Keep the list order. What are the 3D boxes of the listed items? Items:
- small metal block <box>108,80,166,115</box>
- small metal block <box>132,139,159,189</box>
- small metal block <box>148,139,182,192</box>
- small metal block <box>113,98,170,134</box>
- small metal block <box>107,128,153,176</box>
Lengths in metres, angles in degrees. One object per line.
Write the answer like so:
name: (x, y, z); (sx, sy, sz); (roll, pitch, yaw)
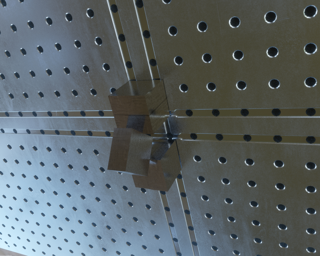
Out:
small metal block: (-0.027, -0.038, 0.383); (0.050, 0.050, 0.025); (2, 119, 27)
small metal block: (-0.017, 0.049, 0.433); (0.025, 0.050, 0.050); (1, 119, 27)
small metal block: (0.005, 0.050, 0.420); (0.025, 0.050, 0.050); (1, 119, 27)
small metal block: (-0.022, -0.016, 0.394); (0.050, 0.050, 0.025); (2, 119, 27)
small metal block: (-0.035, 0.030, 0.377); (0.025, 0.050, 0.050); (1, 77, 28)
